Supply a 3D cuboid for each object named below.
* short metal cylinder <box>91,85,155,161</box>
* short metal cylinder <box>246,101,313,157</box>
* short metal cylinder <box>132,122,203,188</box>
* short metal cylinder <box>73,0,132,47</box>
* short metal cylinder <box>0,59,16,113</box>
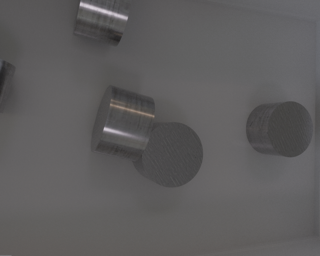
[{"bbox_3d":[-0.045,-0.005,0.365,0.050,0.080,0.080,15,85,-20],"label":"short metal cylinder"},{"bbox_3d":[0.178,0.002,0.462,0.081,0.050,0.080,0,90,-20],"label":"short metal cylinder"},{"bbox_3d":[0.008,0.032,0.400,0.081,0.050,0.080,0,90,-20],"label":"short metal cylinder"},{"bbox_3d":[-0.067,-0.140,0.356,0.050,0.080,0.080,11,86,-20],"label":"short metal cylinder"},{"bbox_3d":[-0.194,-0.049,0.310,0.081,0.080,0.050,15,85,-20],"label":"short metal cylinder"}]
